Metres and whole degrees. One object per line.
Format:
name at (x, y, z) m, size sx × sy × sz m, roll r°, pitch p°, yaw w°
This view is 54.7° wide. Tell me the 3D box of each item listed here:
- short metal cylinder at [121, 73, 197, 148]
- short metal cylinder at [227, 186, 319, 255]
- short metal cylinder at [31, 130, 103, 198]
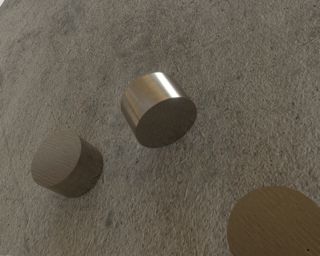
short metal cylinder at (-0.002, -0.021, 0.383) m, size 0.080 × 0.080 × 0.050 m, roll -36°, pitch 51°, yaw 4°
short metal cylinder at (0.105, 0.097, 0.273) m, size 0.080 × 0.050 × 0.080 m, roll -13°, pitch 56°, yaw 21°
short metal cylinder at (-0.126, 0.050, 0.424) m, size 0.080 × 0.050 × 0.080 m, roll -13°, pitch 56°, yaw 21°
